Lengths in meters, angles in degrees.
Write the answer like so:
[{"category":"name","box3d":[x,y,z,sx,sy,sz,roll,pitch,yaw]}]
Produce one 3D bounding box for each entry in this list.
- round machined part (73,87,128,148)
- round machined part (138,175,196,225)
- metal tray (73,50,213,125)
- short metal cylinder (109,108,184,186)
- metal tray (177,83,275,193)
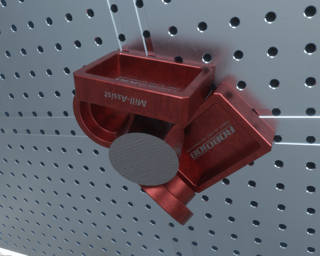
[{"category":"round machined part","box3d":[-0.064,-0.023,0.418,0.098,0.042,0.097,13,124,20]},{"category":"round machined part","box3d":[0.010,0.082,0.422,0.098,0.042,0.098,43,173,7]},{"category":"metal tray","box3d":[-0.016,-0.050,0.345,0.130,0.090,0.030,14,124,19]},{"category":"short metal cylinder","box3d":[-0.014,0.022,0.367,0.080,0.050,0.079,6,128,8]},{"category":"metal tray","box3d":[0.061,0.018,0.385,0.090,0.030,0.129,45,129,-4]}]
